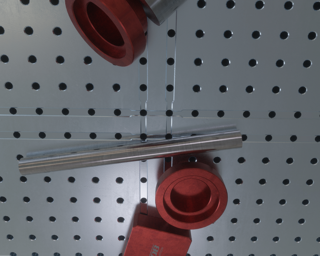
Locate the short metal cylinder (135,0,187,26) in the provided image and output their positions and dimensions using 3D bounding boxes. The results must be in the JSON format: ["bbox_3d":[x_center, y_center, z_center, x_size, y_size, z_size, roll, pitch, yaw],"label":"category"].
[{"bbox_3d":[-0.008,-0.155,0.323,0.050,0.080,0.080,-42,105,5],"label":"short metal cylinder"}]

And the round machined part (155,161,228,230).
[{"bbox_3d":[0.043,0.091,0.438,0.099,0.042,0.097,0,110,0],"label":"round machined part"}]

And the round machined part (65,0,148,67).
[{"bbox_3d":[-0.053,-0.119,0.341,0.098,0.098,0.042,47,68,-16],"label":"round machined part"}]

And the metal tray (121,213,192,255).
[{"bbox_3d":[-0.013,0.204,0.486,0.091,0.030,0.129,16,109,-6],"label":"metal tray"}]

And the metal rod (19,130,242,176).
[{"bbox_3d":[-0.041,0.034,0.425,0.302,0.025,0.025,-7,110,2],"label":"metal rod"}]
